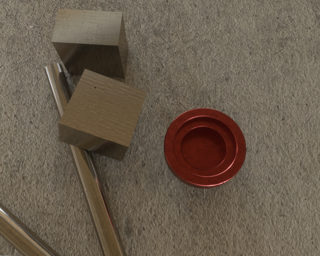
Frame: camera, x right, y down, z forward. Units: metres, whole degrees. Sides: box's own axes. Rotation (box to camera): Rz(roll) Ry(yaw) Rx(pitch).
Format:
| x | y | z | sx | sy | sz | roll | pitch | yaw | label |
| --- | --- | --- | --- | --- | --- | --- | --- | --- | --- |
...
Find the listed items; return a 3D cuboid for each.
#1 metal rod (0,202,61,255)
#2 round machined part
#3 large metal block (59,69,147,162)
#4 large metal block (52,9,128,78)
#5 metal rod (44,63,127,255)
| x | y | z | sx | sy | sz | roll | pitch | yaw | label |
| --- | --- | --- | --- | --- | --- | --- | --- | --- | --- |
| -0.172 | 0.119 | 0.362 | 0.300 | 0.025 | 0.025 | 35 | 74 | 11 | metal rod |
| 0.054 | 0.028 | 0.390 | 0.099 | 0.042 | 0.098 | 0 | 70 | -1 | round machined part |
| -0.070 | -0.015 | 0.384 | 0.080 | 0.050 | 0.080 | 20 | 60 | -7 | large metal block |
| -0.089 | -0.111 | 0.419 | 0.081 | 0.080 | 0.050 | 3 | 70 | 1 | large metal block |
| -0.094 | 0.047 | 0.389 | 0.025 | 0.025 | 0.299 | -21 | 72 | -8 | metal rod |
